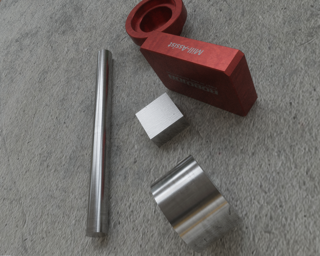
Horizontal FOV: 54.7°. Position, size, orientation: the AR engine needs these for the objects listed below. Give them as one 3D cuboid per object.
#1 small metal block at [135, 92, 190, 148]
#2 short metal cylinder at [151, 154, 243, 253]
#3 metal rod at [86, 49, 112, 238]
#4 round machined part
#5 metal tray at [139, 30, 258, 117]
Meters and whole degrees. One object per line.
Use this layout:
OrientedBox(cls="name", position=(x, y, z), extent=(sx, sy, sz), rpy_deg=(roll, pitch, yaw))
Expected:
OrientedBox(cls="small metal block", position=(0.003, -0.011, 0.408), extent=(0.050, 0.025, 0.050), rpy_deg=(-36, 51, 4))
OrientedBox(cls="short metal cylinder", position=(0.035, 0.073, 0.305), extent=(0.050, 0.080, 0.080), rpy_deg=(-38, 51, 2))
OrientedBox(cls="metal rod", position=(-0.084, 0.001, 0.445), extent=(0.025, 0.025, 0.299), rpy_deg=(-17, 55, 18))
OrientedBox(cls="round machined part", position=(-0.002, -0.166, 0.495), extent=(0.098, 0.042, 0.098), rpy_deg=(-13, 56, 20))
OrientedBox(cls="metal tray", position=(0.046, -0.067, 0.377), extent=(0.130, 0.090, 0.030), rpy_deg=(26, 76, 36))
